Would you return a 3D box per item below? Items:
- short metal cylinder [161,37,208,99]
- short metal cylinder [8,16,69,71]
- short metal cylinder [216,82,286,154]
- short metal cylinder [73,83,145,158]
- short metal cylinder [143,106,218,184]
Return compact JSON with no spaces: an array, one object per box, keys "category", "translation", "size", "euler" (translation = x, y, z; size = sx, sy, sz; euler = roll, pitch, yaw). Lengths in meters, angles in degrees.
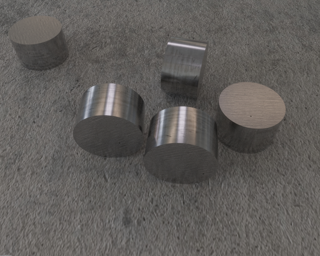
[{"category":"short metal cylinder","translation":[0.036,-0.085,0.439],"size":[0.050,0.080,0.080],"euler":[12,51,10]},{"category":"short metal cylinder","translation":[-0.194,-0.138,0.501],"size":[0.080,0.050,0.080],"euler":[0,50,0]},{"category":"short metal cylinder","translation":[0.113,-0.014,0.399],"size":[0.080,0.050,0.080],"euler":[0,50,0]},{"category":"short metal cylinder","translation":[-0.059,-0.007,0.373],"size":[0.081,0.080,0.050],"euler":[0,50,0]},{"category":"short metal cylinder","translation":[0.025,0.021,0.350],"size":[0.080,0.080,0.050],"euler":[4,50,4]}]
